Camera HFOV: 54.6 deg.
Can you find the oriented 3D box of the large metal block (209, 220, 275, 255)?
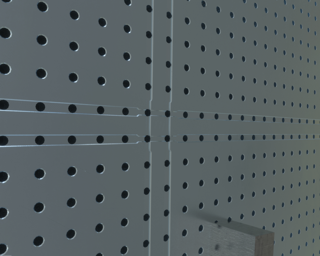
[{"bbox_3d":[0.123,0.193,0.476,0.050,0.080,0.080,8,85,-40],"label":"large metal block"}]
